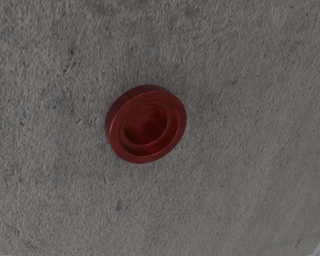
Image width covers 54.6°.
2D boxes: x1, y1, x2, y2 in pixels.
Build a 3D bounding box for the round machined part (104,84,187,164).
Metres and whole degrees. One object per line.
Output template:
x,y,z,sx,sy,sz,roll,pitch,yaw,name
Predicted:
-0.020,-0.008,0.379,0.099,0.042,0.097,-14,124,-21,round machined part
